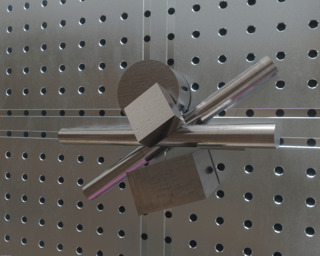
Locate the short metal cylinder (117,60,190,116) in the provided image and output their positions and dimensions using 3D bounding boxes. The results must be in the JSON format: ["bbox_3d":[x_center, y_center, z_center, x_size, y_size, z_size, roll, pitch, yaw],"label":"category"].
[{"bbox_3d":[-0.007,-0.043,0.398,0.080,0.050,0.079,0,89,20],"label":"short metal cylinder"}]

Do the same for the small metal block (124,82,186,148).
[{"bbox_3d":[-0.007,-0.014,0.349,0.050,0.025,0.050,-37,56,16],"label":"small metal block"}]

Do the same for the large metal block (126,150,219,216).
[{"bbox_3d":[0.018,0.061,0.372,0.080,0.080,0.050,-19,84,19],"label":"large metal block"}]

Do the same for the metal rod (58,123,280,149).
[{"bbox_3d":[-0.014,0.010,0.376,0.300,0.025,0.025,-1,90,33],"label":"metal rod"}]

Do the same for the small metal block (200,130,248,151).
[{"bbox_3d":[0.078,0.012,0.368,0.050,0.050,0.025,0,90,21],"label":"small metal block"}]

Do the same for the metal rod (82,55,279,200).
[{"bbox_3d":[0.015,0.009,0.404,0.300,0.025,0.025,-36,79,16],"label":"metal rod"}]
